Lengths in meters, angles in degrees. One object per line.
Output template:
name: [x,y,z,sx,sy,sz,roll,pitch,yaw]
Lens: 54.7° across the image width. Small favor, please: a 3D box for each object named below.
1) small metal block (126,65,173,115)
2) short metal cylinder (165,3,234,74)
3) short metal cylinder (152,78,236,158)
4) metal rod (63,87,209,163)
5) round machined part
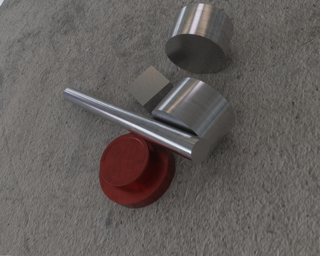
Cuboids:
small metal block: [-0.013,-0.055,0.444,0.050,0.025,0.050,-42,51,-1]
short metal cylinder: [0.053,-0.116,0.412,0.080,0.080,0.050,5,64,30]
short metal cylinder: [0.038,-0.011,0.352,0.080,0.080,0.050,28,70,37]
metal rod: [-0.055,-0.017,0.408,0.300,0.025,0.025,23,74,47]
round machined part: [-0.035,0.046,0.383,0.098,0.042,0.098,-13,56,21]
